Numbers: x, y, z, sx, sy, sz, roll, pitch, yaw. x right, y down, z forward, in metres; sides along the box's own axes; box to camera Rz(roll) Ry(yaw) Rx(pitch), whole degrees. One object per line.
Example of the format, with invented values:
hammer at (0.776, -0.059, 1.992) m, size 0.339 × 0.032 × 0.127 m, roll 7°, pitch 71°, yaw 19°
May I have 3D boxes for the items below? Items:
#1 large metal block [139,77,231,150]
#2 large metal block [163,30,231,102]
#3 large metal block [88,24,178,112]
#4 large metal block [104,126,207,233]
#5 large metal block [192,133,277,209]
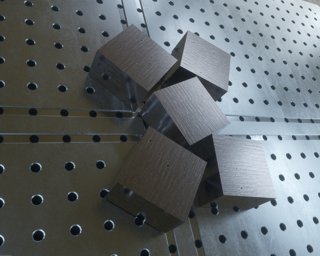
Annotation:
large metal block at (0.033, -0.014, 0.417) m, size 0.081 × 0.050 × 0.080 m, roll -25°, pitch 75°, yaw -37°
large metal block at (0.059, -0.089, 0.476) m, size 0.080 × 0.050 × 0.080 m, roll 25°, pitch 53°, yaw -16°
large metal block at (-0.036, -0.082, 0.422) m, size 0.080 × 0.050 × 0.080 m, roll 39°, pitch 51°, yaw -1°
large metal block at (-0.003, 0.059, 0.352) m, size 0.080 × 0.050 × 0.080 m, roll 33°, pitch 51°, yaw -7°
large metal block at (0.094, 0.059, 0.406) m, size 0.081 × 0.050 × 0.080 m, roll 9°, pitch 58°, yaw -24°
